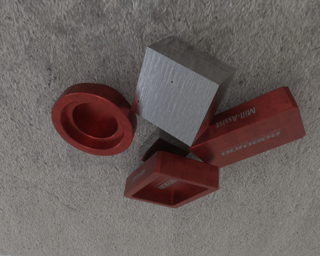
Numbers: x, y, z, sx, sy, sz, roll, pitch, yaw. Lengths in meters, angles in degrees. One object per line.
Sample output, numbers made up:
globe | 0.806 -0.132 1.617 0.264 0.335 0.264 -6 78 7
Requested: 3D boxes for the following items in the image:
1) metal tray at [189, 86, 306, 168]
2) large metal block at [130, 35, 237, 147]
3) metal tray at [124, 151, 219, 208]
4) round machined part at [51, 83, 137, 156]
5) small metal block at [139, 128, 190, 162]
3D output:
metal tray | 0.108 0.006 0.391 0.130 0.030 0.090 -24 147 19
large metal block | 0.023 -0.041 0.334 0.080 0.050 0.079 32 130 15
metal tray | 0.012 0.078 0.438 0.091 0.030 0.129 17 149 -18
round machined part | -0.075 -0.015 0.375 0.098 0.042 0.097 7 133 8
small metal block | 0.006 0.031 0.433 0.050 0.025 0.050 28 125 -22
